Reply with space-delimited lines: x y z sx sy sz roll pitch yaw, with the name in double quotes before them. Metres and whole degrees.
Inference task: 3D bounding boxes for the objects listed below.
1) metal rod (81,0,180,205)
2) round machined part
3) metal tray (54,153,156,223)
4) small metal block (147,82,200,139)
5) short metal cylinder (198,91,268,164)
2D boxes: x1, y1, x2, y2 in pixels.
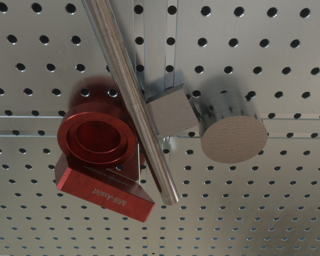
"metal rod" -0.027 -0.020 0.367 0.025 0.025 0.298 -13 121 10
"round machined part" -0.079 0.005 0.404 0.099 0.042 0.097 -1 130 0
"metal tray" -0.080 0.081 0.436 0.131 0.090 0.030 29 89 -23
"small metal block" 0.017 -0.021 0.385 0.050 0.025 0.050 -22 110 17
"short metal cylinder" 0.090 0.000 0.397 0.081 0.050 0.079 -1 130 0
